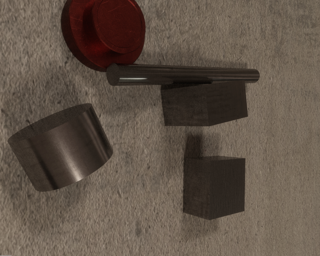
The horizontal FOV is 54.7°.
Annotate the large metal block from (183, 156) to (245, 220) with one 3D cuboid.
[{"bbox_3d":[0.081,0.084,0.459,0.081,0.050,0.079,2,89,-40],"label":"large metal block"}]

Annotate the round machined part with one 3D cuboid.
[{"bbox_3d":[-0.055,-0.115,0.349,0.099,0.042,0.097,0,90,-40],"label":"round machined part"}]

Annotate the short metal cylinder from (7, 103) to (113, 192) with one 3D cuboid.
[{"bbox_3d":[-0.092,0.016,0.293,0.081,0.080,0.050,-34,112,-35],"label":"short metal cylinder"}]

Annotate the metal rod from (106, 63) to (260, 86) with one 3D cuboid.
[{"bbox_3d":[0.057,-0.075,0.441,0.302,0.025,0.025,-9,96,-44],"label":"metal rod"}]

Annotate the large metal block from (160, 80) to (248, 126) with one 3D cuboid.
[{"bbox_3d":[0.060,-0.034,0.421,0.081,0.080,0.050,-13,99,-40],"label":"large metal block"}]
